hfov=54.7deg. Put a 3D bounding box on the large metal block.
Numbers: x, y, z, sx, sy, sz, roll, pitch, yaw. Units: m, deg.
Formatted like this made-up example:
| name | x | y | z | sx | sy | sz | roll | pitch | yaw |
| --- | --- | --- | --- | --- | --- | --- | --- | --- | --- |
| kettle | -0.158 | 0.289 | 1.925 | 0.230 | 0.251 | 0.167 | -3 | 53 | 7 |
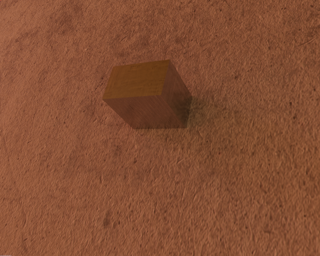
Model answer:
| name | x | y | z | sx | sy | sz | roll | pitch | yaw |
| --- | --- | --- | --- | --- | --- | --- | --- | --- | --- |
| large metal block | -0.013 | -0.039 | 0.400 | 0.080 | 0.080 | 0.050 | -1 | 61 | 27 |
